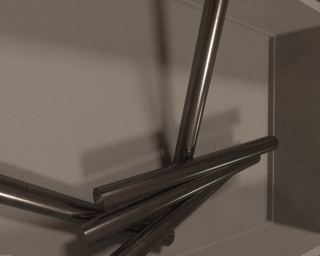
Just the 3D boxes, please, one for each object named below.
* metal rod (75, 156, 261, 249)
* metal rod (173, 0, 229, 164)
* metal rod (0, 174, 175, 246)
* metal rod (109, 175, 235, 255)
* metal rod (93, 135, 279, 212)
[{"bbox_3d":[0.036,0.077,0.402,0.302,0.025,0.025,-16,100,-38],"label":"metal rod"},{"bbox_3d":[0.047,-0.055,0.370,0.025,0.025,0.298,-13,123,-40],"label":"metal rod"},{"bbox_3d":[-0.095,0.086,0.328,0.301,0.025,0.025,30,71,-36],"label":"metal rod"},{"bbox_3d":[0.051,0.095,0.431,0.302,0.025,0.025,-27,107,-44],"label":"metal rod"},{"bbox_3d":[0.057,0.048,0.404,0.303,0.025,0.025,-12,98,-36],"label":"metal rod"}]
